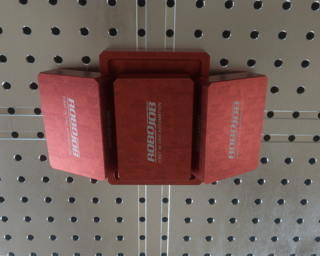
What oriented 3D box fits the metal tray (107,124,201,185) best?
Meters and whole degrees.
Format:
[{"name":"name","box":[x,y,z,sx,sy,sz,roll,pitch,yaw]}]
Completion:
[{"name":"metal tray","box":[-0.006,0.032,0.423,0.131,0.030,0.089,0,111,-1]}]

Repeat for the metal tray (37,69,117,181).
[{"name":"metal tray","box":[-0.101,-0.005,0.388,0.090,0.030,0.129,9,113,24]}]

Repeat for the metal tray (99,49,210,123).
[{"name":"metal tray","box":[-0.006,-0.053,0.391,0.131,0.030,0.089,0,111,-1]}]

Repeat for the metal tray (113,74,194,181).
[{"name":"metal tray","box":[-0.007,0.001,0.378,0.091,0.030,0.129,0,110,-1]}]

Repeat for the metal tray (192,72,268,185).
[{"name":"metal tray","box":[0.086,-0.001,0.391,0.091,0.030,0.129,-11,113,-26]}]
